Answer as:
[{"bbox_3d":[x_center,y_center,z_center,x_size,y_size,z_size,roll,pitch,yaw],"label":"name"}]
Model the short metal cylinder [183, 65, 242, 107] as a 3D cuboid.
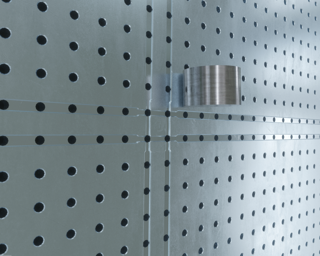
[{"bbox_3d":[0.072,-0.056,0.433,0.081,0.080,0.050,-2,92,-40],"label":"short metal cylinder"}]
